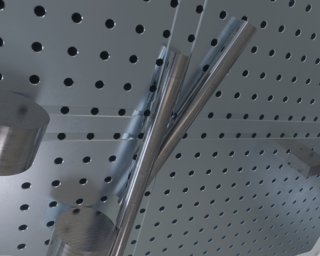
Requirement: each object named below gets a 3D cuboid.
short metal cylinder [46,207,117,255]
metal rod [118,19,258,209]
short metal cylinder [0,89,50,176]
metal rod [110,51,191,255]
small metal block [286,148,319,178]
[{"bbox_3d":[-0.104,0.152,0.413,0.081,0.080,0.050,8,114,-32],"label":"short metal cylinder"},{"bbox_3d":[0.031,-0.009,0.422,0.025,0.025,0.299,25,105,-37],"label":"metal rod"},{"bbox_3d":[-0.153,0.001,0.293,0.081,0.080,0.050,15,111,-35],"label":"short metal cylinder"},{"bbox_3d":[-0.021,0.048,0.408,0.025,0.025,0.298,9,107,-33],"label":"metal rod"},{"bbox_3d":[0.280,0.065,0.589,0.050,0.050,0.025,-9,123,-24],"label":"small metal block"}]
